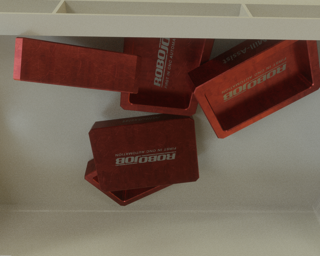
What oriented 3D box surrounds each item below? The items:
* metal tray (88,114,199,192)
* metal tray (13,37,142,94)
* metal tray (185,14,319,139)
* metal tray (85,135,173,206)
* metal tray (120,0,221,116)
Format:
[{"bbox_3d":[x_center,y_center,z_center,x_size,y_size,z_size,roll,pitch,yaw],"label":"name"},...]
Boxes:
[{"bbox_3d":[-0.018,0.031,0.406,0.131,0.030,0.089,-7,110,1],"label":"metal tray"},{"bbox_3d":[-0.077,-0.054,0.287,0.091,0.130,0.030,5,97,-18],"label":"metal tray"},{"bbox_3d":[0.104,-0.051,0.340,0.130,0.030,0.090,-29,134,8],"label":"metal tray"},{"bbox_3d":[-0.033,0.061,0.456,0.130,0.030,0.090,-29,125,22],"label":"metal tray"},{"bbox_3d":[0.006,-0.076,0.341,0.091,0.030,0.129,5,130,-5],"label":"metal tray"}]
